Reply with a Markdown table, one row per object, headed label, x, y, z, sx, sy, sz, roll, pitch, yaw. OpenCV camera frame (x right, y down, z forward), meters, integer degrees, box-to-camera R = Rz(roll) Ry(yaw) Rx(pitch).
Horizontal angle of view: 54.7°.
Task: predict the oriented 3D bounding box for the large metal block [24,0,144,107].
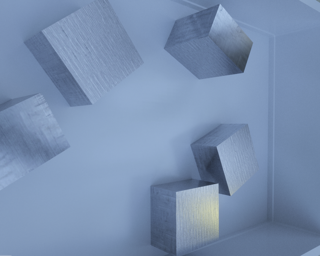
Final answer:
| label | x | y | z | sx | sy | sz | roll | pitch | yaw |
| --- | --- | --- | --- | --- | --- | --- | --- | --- | --- |
| large metal block | -0.077 | -0.079 | 0.327 | 0.080 | 0.050 | 0.080 | -46 | 118 | -30 |

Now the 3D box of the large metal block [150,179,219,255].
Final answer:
| label | x | y | z | sx | sy | sz | roll | pitch | yaw |
| --- | --- | --- | --- | --- | --- | --- | --- | --- | --- |
| large metal block | 0.034 | 0.117 | 0.422 | 0.081 | 0.050 | 0.079 | -1 | 91 | -40 |

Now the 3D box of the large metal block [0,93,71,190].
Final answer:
| label | x | y | z | sx | sy | sz | roll | pitch | yaw |
| --- | --- | --- | --- | --- | --- | --- | --- | --- | --- |
| large metal block | -0.136 | 0.013 | 0.257 | 0.081 | 0.080 | 0.050 | -36 | 113 | -34 |

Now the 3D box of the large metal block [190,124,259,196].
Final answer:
| label | x | y | z | sx | sy | sz | roll | pitch | yaw |
| --- | --- | --- | --- | --- | --- | --- | --- | --- | --- |
| large metal block | 0.102 | 0.046 | 0.479 | 0.081 | 0.050 | 0.080 | -30 | 109 | -36 |

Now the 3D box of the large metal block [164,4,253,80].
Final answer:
| label | x | y | z | sx | sy | sz | roll | pitch | yaw |
| --- | --- | --- | --- | --- | --- | --- | --- | --- | --- |
| large metal block | 0.067 | -0.114 | 0.429 | 0.080 | 0.080 | 0.050 | 33 | 70 | -36 |
